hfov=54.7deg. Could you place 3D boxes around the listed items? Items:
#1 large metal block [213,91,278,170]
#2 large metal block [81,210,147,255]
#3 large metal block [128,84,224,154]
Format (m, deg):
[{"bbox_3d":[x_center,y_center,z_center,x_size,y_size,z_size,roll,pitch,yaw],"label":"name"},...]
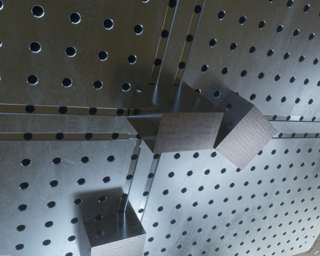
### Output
[{"bbox_3d":[0.116,0.005,0.464,0.080,0.050,0.080,-49,129,6],"label":"large metal block"},{"bbox_3d":[-0.072,0.179,0.468,0.081,0.050,0.079,-5,121,-26],"label":"large metal block"},{"bbox_3d":[0.016,-0.014,0.377,0.081,0.080,0.050,-2,119,-28],"label":"large metal block"}]
